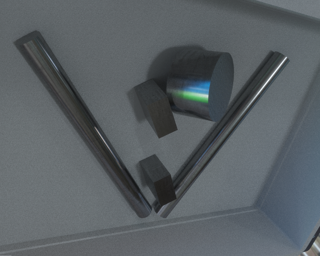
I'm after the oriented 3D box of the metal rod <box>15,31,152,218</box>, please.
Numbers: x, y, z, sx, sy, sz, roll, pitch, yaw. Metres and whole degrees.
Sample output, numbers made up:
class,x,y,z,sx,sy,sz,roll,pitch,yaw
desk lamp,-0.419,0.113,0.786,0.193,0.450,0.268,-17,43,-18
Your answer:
class,x,y,z,sx,sy,sz,roll,pitch,yaw
metal rod,-0.074,0.022,0.382,0.025,0.025,0.299,-32,129,-8

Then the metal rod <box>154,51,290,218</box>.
class,x,y,z,sx,sy,sz,roll,pitch,yaw
metal rod,0.088,0.016,0.468,0.025,0.025,0.299,29,102,-38

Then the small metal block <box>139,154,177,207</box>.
class,x,y,z,sx,sy,sz,roll,pitch,yaw
small metal block,-0.003,0.074,0.438,0.025,0.050,0.050,-24,128,-14

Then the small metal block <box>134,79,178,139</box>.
class,x,y,z,sx,sy,sz,roll,pitch,yaw
small metal block,-0.005,-0.024,0.375,0.025,0.050,0.050,-25,128,-7

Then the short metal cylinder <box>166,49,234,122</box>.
class,x,y,z,sx,sy,sz,roll,pitch,yaw
short metal cylinder,0.050,-0.051,0.366,0.080,0.050,0.079,-34,130,-52
